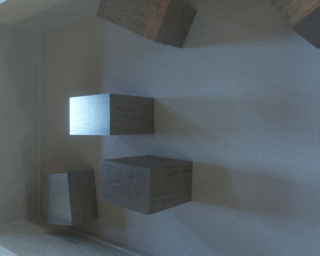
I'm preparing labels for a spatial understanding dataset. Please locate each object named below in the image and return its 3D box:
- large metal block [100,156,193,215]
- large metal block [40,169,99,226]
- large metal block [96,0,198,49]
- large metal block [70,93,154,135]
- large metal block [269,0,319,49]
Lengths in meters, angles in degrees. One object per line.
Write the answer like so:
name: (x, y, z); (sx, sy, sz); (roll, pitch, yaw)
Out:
large metal block: (-0.016, 0.065, 0.383); (0.080, 0.081, 0.050); (3, 92, 39)
large metal block: (-0.151, 0.113, 0.512); (0.080, 0.050, 0.080); (-11, 83, 39)
large metal block: (-0.013, -0.137, 0.367); (0.080, 0.080, 0.050); (29, 109, 18)
large metal block: (-0.065, -0.016, 0.422); (0.080, 0.081, 0.050); (0, 90, 39)
large metal block: (0.141, -0.118, 0.254); (0.080, 0.081, 0.050); (-40, 66, 32)
